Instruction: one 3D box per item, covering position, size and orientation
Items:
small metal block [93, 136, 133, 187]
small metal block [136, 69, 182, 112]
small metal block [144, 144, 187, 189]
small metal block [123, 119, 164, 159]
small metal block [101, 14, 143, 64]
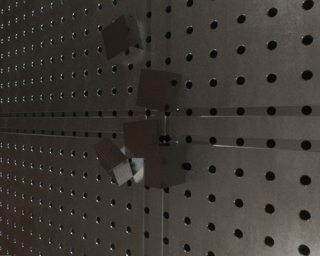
[{"bbox_3d":[-0.067,0.048,0.445,0.050,0.025,0.050,43,156,31],"label":"small metal block"},{"bbox_3d":[-0.002,-0.050,0.409,0.050,0.025,0.050,15,99,38],"label":"small metal block"},{"bbox_3d":[0.008,0.045,0.385,0.025,0.050,0.050,4,93,40],"label":"small metal block"},{"bbox_3d":[-0.023,0.016,0.426,0.050,0.025,0.050,-7,86,39],"label":"small metal block"},{"bbox_3d":[-0.056,-0.129,0.453,0.050,0.025,0.050,-21,77,37],"label":"small metal block"}]
